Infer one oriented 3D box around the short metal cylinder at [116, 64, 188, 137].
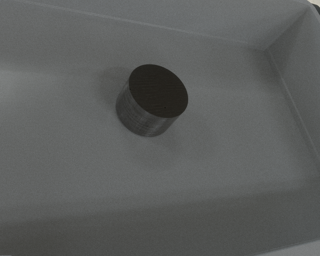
[{"bbox_3d":[-0.011,-0.035,0.402,0.081,0.050,0.080,13,56,-21],"label":"short metal cylinder"}]
